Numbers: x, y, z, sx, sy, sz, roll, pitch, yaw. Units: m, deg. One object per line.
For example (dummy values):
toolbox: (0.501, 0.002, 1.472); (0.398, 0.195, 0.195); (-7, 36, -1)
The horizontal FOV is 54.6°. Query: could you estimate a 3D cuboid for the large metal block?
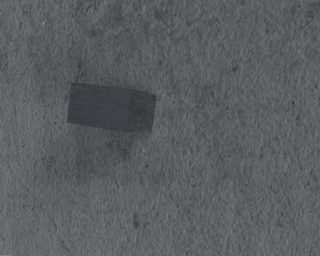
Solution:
large metal block: (-0.059, -0.026, 0.401); (0.080, 0.080, 0.050); (9, 93, 20)
